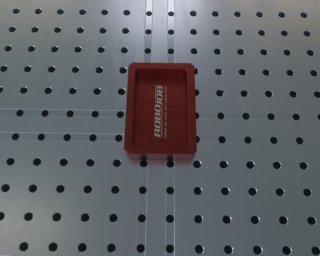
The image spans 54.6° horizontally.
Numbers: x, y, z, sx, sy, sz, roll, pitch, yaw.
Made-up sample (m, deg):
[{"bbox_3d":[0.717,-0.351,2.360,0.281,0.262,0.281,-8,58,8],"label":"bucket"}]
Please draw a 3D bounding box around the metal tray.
[{"bbox_3d":[0.001,-0.024,0.417,0.090,0.030,0.130,1,70,0],"label":"metal tray"}]
